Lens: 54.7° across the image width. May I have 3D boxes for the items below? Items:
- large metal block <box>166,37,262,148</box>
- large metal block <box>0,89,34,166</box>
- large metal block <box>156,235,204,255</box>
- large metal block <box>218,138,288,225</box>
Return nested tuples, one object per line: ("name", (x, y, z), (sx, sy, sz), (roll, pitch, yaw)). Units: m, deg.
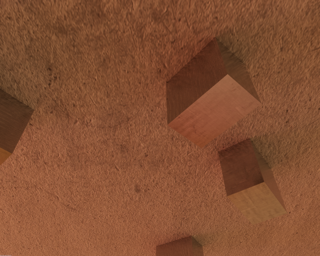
("large metal block", (0.053, -0.039, 0.338), (0.050, 0.080, 0.080), (34, 122, -26))
("large metal block", (-0.209, -0.005, 0.364), (0.050, 0.080, 0.080), (-37, 121, 27))
("large metal block", (0.040, 0.267, 0.598), (0.080, 0.080, 0.050), (-24, 126, 19))
("large metal block", (0.129, 0.075, 0.436), (0.050, 0.080, 0.080), (-28, 125, 21))
